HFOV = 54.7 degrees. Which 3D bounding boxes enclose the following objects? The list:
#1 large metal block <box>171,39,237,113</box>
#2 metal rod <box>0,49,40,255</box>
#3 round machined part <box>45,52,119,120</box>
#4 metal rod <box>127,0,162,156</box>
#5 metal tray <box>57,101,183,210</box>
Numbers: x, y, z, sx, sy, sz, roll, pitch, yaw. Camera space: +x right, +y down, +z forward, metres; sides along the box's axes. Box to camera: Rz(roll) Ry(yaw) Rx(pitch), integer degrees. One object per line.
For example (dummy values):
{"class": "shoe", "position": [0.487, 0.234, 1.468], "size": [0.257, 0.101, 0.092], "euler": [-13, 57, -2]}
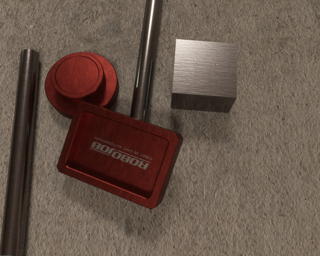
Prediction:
{"class": "large metal block", "position": [0.058, -0.070, 0.421], "size": [0.081, 0.050, 0.080], "euler": [5, 70, 1]}
{"class": "metal rod", "position": [-0.177, 0.034, 0.393], "size": [0.025, 0.025, 0.299], "euler": [-3, 70, -2]}
{"class": "round machined part", "position": [-0.107, -0.063, 0.421], "size": [0.099, 0.042, 0.098], "euler": [0, 70, -1]}
{"class": "metal rod", "position": [-0.019, -0.101, 0.444], "size": [0.025, 0.025, 0.299], "euler": [5, 70, 1]}
{"class": "metal tray", "position": [-0.048, 0.030, 0.369], "size": [0.130, 0.030, 0.090], "euler": [19, 92, 13]}
